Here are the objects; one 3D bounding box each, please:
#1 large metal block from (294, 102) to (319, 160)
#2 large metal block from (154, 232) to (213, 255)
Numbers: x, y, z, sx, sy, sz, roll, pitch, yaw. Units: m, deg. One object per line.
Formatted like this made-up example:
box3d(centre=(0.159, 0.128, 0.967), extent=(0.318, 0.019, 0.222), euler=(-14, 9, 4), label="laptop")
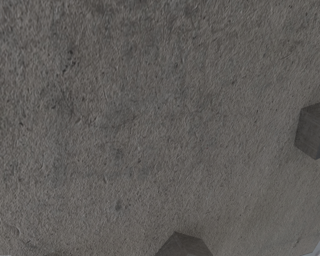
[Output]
box3d(centre=(0.294, 0.000, 0.551), extent=(0.081, 0.050, 0.079), euler=(-18, 126, -18), label="large metal block")
box3d(centre=(0.040, 0.243, 0.563), extent=(0.080, 0.050, 0.080), euler=(30, 102, -38), label="large metal block")
